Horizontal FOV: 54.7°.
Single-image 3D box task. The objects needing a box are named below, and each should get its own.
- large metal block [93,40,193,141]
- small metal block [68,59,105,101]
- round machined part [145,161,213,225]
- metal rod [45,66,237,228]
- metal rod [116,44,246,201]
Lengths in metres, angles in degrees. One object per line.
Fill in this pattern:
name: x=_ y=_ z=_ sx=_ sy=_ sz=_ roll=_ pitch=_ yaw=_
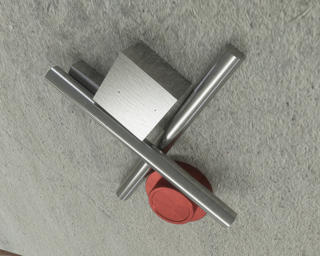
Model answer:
large metal block: x=-0.022 y=-0.045 z=0.376 sx=0.080 sy=0.050 sz=0.080 roll=41 pitch=129 yaw=0
small metal block: x=-0.101 y=-0.057 z=0.426 sx=0.050 sy=0.025 sz=0.050 roll=37 pitch=129 yaw=3
round machined part: x=0.023 y=0.099 z=0.444 sx=0.098 sy=0.042 sz=0.097 roll=13 pitch=124 yaw=20
metal rod: x=-0.025 y=0.024 z=0.402 sx=0.300 sy=0.025 sz=0.025 roll=39 pitch=129 yaw=1
metal rod: x=0.009 y=0.014 z=0.413 sx=0.025 sy=0.025 sz=0.298 roll=38 pitch=129 yaw=2
